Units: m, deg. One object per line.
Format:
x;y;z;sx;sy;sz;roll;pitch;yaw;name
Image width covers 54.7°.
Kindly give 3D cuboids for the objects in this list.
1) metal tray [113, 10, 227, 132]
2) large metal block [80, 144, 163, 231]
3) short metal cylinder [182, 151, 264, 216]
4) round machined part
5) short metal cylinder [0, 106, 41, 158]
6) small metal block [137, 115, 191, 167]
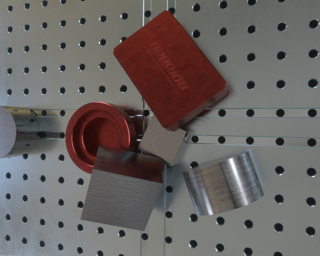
0.011;-0.072;0.392;0.090;0.030;0.130;-36;73;6;metal tray
-0.047;0.075;0.386;0.081;0.050;0.079;14;118;-10;large metal block
0.072;0.063;0.358;0.080;0.080;0.050;-20;84;19;short metal cylinder
-0.078;0.014;0.431;0.098;0.042;0.097;0;90;20;round machined part
-0.236;0.006;0.483;0.080;0.050;0.080;0;90;20;short metal cylinder
0.006;0.016;0.410;0.050;0.025;0.050;27;99;18;small metal block
